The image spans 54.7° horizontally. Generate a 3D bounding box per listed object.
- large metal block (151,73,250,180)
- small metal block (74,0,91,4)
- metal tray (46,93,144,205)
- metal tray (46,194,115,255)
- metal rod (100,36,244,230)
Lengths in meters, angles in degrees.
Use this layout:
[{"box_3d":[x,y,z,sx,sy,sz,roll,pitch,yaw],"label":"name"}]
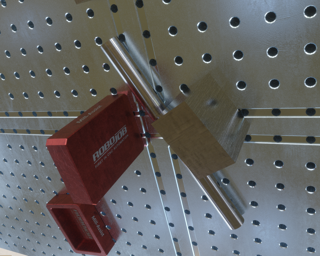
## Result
[{"box_3d":[0.049,-0.004,0.347,0.050,0.080,0.080,-34,100,38],"label":"large metal block"},{"box_3d":[-0.079,-0.173,0.344,0.050,0.025,0.050,-10,114,32],"label":"small metal block"},{"box_3d":[-0.073,0.022,0.394,0.030,0.131,0.089,-3,117,29],"label":"metal tray"},{"box_3d":[-0.154,0.189,0.603,0.090,0.030,0.129,-9,114,31],"label":"metal tray"},{"box_3d":[0.022,0.015,0.407,0.025,0.025,0.299,-27,104,37],"label":"metal rod"}]
